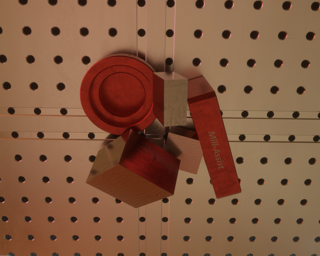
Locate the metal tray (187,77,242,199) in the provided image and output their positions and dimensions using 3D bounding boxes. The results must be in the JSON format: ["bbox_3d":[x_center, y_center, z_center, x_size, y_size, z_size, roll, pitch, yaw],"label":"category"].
[{"bbox_3d":[0.062,0.009,0.383,0.030,0.090,0.129,-17,110,6],"label":"metal tray"}]

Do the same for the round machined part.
[{"bbox_3d":[-0.046,-0.044,0.387,0.099,0.042,0.097,0,110,-1],"label":"round machined part"}]

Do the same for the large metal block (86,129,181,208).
[{"bbox_3d":[-0.034,0.056,0.396,0.080,0.050,0.080,34,139,-23],"label":"large metal block"}]

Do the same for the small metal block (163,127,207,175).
[{"bbox_3d":[0.033,0.030,0.419,0.050,0.025,0.050,15,114,5],"label":"small metal block"}]

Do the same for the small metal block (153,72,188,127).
[{"bbox_3d":[0.010,-0.034,0.344,0.025,0.050,0.050,-5,109,-14],"label":"small metal block"}]
